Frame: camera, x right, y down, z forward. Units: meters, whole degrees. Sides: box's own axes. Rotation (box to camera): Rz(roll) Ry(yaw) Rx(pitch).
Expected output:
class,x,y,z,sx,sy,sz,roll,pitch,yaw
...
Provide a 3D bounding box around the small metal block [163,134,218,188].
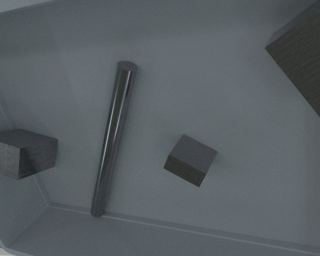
class,x,y,z,sx,sy,sz,roll,pitch,yaw
small metal block,0.040,0.040,0.396,0.050,0.050,0.025,27,128,10

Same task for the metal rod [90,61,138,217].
class,x,y,z,sx,sy,sz,roll,pitch,yaw
metal rod,-0.077,0.037,0.469,0.025,0.025,0.298,26,128,11

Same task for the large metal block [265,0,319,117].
class,x,y,z,sx,sy,sz,roll,pitch,yaw
large metal block,0.153,-0.070,0.269,0.080,0.050,0.080,49,128,-7

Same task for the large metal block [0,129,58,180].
class,x,y,z,sx,sy,sz,roll,pitch,yaw
large metal block,-0.230,0.040,0.508,0.080,0.080,0.050,14,103,20
